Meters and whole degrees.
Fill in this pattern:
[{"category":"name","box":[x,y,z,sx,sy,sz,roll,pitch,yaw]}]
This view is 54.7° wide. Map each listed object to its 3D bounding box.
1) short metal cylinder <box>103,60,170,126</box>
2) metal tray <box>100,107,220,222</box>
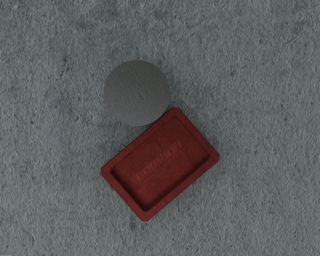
[{"category":"short metal cylinder","box":[-0.028,-0.042,0.397,0.081,0.050,0.080,0,90,0]},{"category":"metal tray","box":[0.000,0.046,0.407,0.130,0.030,0.090,-40,90,0]}]
